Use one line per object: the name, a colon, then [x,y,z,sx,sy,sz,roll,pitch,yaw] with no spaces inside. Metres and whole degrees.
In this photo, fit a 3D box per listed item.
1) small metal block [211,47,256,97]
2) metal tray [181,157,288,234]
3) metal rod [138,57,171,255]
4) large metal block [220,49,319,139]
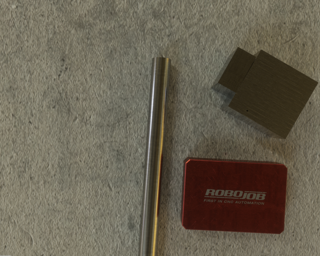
small metal block: [0.093,-0.070,0.399,0.025,0.050,0.050,29,90,0]
metal tray: [0.096,0.088,0.409,0.131,0.030,0.089,3,90,-1]
metal rod: [-0.008,0.058,0.409,0.025,0.025,0.298,4,90,-1]
large metal block: [0.137,-0.041,0.399,0.080,0.050,0.080,30,90,-1]
